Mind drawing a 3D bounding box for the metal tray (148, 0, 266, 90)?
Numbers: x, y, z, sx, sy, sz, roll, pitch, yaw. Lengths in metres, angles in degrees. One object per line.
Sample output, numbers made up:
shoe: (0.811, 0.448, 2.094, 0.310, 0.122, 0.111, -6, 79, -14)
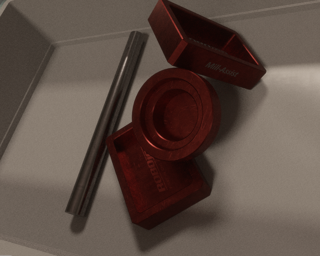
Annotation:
metal tray: (0.057, -0.098, 0.371, 0.030, 0.131, 0.090, -52, 43, 35)

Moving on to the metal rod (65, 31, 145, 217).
metal rod: (-0.073, -0.022, 0.455, 0.025, 0.025, 0.300, 1, 62, 28)

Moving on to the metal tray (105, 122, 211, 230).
metal tray: (-0.007, 0.044, 0.378, 0.090, 0.030, 0.130, -32, 52, 7)

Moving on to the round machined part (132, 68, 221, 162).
round machined part: (0.021, -0.013, 0.337, 0.098, 0.042, 0.097, -3, 84, 33)

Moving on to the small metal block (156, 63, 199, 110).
small metal block: (0.025, -0.056, 0.426, 0.050, 0.025, 0.050, -9, 58, 23)
